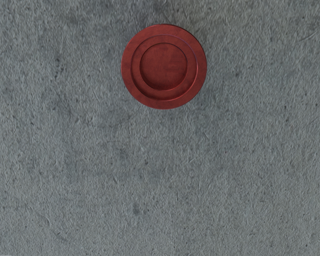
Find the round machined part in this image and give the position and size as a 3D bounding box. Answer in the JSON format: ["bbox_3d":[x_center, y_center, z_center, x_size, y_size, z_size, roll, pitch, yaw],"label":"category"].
[{"bbox_3d":[0.005,-0.075,0.373,0.099,0.042,0.097,0,110,0],"label":"round machined part"}]
